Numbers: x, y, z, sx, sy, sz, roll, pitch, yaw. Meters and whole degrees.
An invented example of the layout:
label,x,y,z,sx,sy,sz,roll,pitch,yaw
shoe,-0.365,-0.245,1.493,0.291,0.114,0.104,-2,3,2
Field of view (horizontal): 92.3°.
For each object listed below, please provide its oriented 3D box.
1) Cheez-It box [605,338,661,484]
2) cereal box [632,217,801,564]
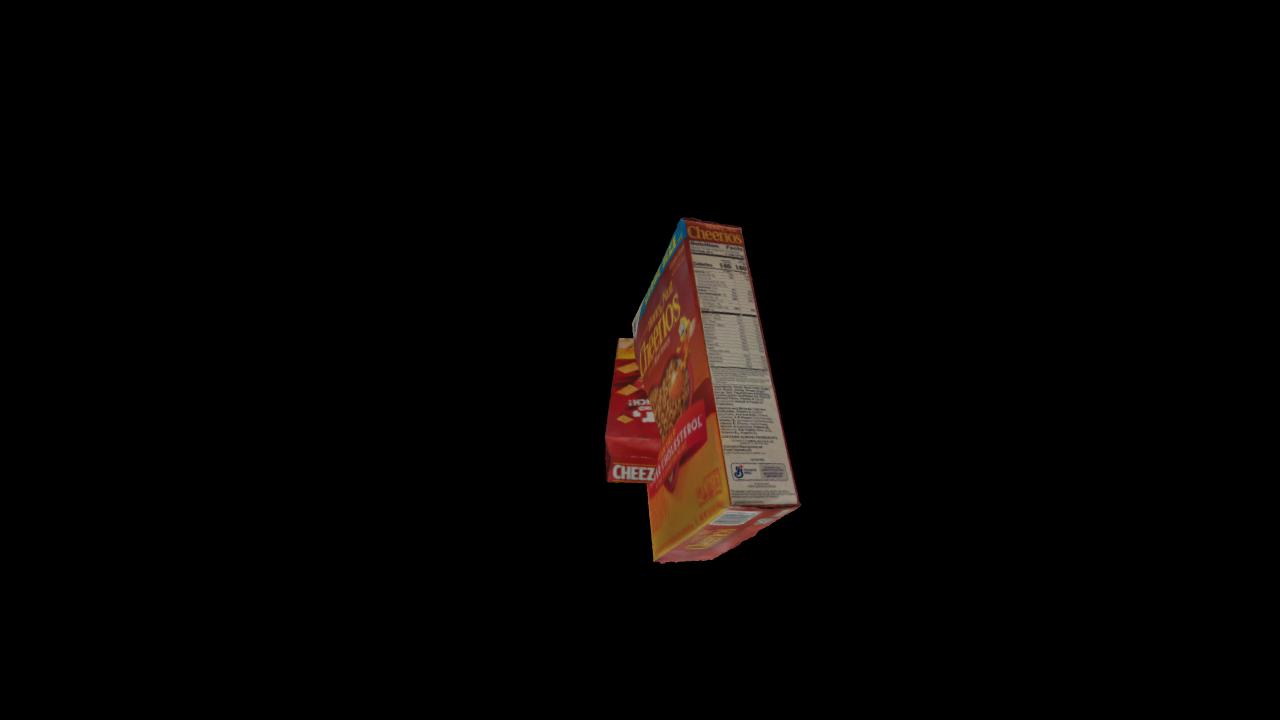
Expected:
label,x,y,z,sx,sy,sz,roll,pitch,yaw
Cheez-It box,0.049,0.052,0.727,0.166,0.071,0.223,1,30,1
cereal box,0.059,0.035,0.643,0.081,0.306,0.203,3,-30,-17
